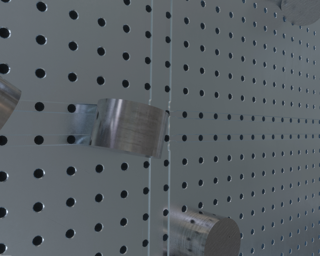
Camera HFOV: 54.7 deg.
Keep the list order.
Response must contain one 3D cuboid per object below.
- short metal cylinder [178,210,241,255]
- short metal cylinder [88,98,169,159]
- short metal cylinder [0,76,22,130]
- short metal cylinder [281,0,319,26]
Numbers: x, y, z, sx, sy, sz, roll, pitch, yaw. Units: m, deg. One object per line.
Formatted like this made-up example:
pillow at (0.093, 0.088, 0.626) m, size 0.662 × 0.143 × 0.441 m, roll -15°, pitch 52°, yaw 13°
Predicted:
short metal cylinder at (0.073, 0.166, 0.454) m, size 0.081 × 0.050 × 0.079 m, roll 0°, pitch 90°, yaw -40°
short metal cylinder at (-0.034, 0.003, 0.344) m, size 0.081 × 0.080 × 0.050 m, roll 17°, pitch 79°, yaw -39°
short metal cylinder at (-0.157, -0.014, 0.242) m, size 0.050 × 0.080 × 0.080 m, roll 41°, pitch 65°, yaw -33°
short metal cylinder at (0.291, -0.252, 0.616) m, size 0.050 × 0.080 × 0.080 m, roll -50°, pitch 120°, yaw -28°
